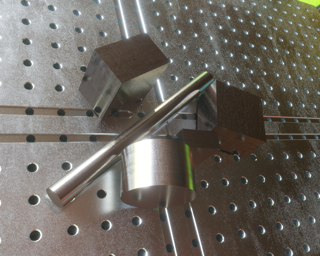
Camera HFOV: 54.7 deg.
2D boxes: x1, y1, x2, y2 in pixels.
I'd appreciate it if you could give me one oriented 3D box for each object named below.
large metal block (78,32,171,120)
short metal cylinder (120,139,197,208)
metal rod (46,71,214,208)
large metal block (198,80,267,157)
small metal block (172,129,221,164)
[{"bbox_3d":[-0.046,-0.065,0.390,0.081,0.080,0.050,-32,80,-38],"label":"large metal block"},{"bbox_3d":[-0.002,0.052,0.340,0.081,0.080,0.050,11,57,-23],"label":"short metal cylinder"},{"bbox_3d":[-0.015,-0.005,0.404,0.025,0.025,0.302,47,51,4],"label":"metal rod"},{"bbox_3d":[0.103,-0.013,0.455,0.081,0.050,0.080,18,55,-18],"label":"large metal block"},{"bbox_3d":[0.041,0.025,0.401,0.050,0.050,0.025,5,60,-26],"label":"small metal block"}]
